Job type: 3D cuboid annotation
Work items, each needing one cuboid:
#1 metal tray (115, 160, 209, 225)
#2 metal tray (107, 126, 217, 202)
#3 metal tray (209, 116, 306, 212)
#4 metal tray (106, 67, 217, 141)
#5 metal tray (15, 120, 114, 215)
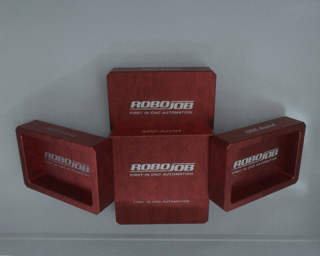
[{"bbox_3d":[0.003,0.090,0.439,0.131,0.030,0.089,-1,110,-1],"label":"metal tray"},{"bbox_3d":[0.003,0.046,0.392,0.131,0.030,0.089,-1,110,0],"label":"metal tray"},{"bbox_3d":[0.123,0.042,0.390,0.131,0.030,0.089,-13,113,-27],"label":"metal tray"},{"bbox_3d":[0.002,-0.030,0.395,0.131,0.030,0.089,-1,110,-1],"label":"metal tray"},{"bbox_3d":[-0.120,0.046,0.390,0.130,0.030,0.089,12,114,26],"label":"metal tray"}]
